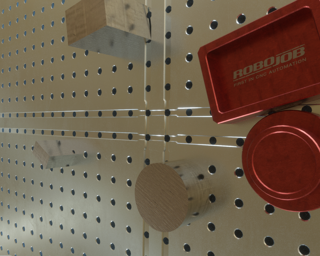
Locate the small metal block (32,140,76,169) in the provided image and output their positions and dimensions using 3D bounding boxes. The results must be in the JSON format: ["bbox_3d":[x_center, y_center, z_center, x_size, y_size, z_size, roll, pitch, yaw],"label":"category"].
[{"bbox_3d":[-0.186,0.045,0.543,0.050,0.050,0.025,36,112,34],"label":"small metal block"}]

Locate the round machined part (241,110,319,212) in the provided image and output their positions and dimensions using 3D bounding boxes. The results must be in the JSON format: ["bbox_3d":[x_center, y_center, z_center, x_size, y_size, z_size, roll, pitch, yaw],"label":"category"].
[{"bbox_3d":[0.123,0.031,0.296,0.098,0.042,0.097,0,90,39],"label":"round machined part"}]

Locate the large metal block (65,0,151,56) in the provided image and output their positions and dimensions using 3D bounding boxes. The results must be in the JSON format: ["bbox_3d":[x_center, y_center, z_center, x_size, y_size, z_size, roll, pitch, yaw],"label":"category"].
[{"bbox_3d":[-0.072,-0.143,0.430,0.080,0.081,0.050,-11,83,39],"label":"large metal block"}]

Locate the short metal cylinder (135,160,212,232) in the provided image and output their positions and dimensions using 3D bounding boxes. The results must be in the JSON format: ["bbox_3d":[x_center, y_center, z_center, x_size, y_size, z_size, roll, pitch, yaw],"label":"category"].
[{"bbox_3d":[0.016,0.080,0.379,0.080,0.050,0.079,0,90,39],"label":"short metal cylinder"}]

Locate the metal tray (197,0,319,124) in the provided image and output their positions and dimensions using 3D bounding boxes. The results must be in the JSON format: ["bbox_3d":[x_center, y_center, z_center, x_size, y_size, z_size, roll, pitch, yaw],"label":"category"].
[{"bbox_3d":[0.108,-0.063,0.315,0.130,0.030,0.090,-18,79,38],"label":"metal tray"}]
